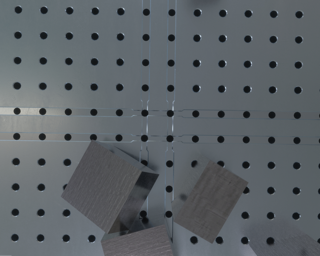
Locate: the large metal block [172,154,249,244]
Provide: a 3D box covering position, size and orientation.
[{"bbox_3d":[0.057,0.083,0.386,0.050,0.080,0.080,31,90,0],"label":"large metal block"}]

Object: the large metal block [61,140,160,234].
[{"bbox_3d":[-0.061,0.071,0.386,0.080,0.050,0.080,29,90,26],"label":"large metal block"}]

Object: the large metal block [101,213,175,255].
[{"bbox_3d":[-0.023,0.165,0.401,0.080,0.050,0.080,-15,90,0],"label":"large metal block"}]

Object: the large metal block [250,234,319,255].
[{"bbox_3d":[0.168,0.179,0.387,0.080,0.080,0.050,-12,90,0],"label":"large metal block"}]
